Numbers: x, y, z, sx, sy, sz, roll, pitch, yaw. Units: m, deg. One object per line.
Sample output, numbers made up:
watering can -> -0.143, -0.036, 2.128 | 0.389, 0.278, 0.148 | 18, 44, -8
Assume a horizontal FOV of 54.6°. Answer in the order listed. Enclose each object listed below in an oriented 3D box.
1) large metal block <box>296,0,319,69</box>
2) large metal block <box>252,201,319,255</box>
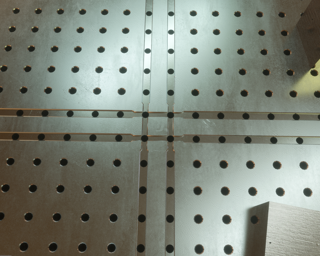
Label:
large metal block -> 0.243, -0.141, 0.435 | 0.050, 0.080, 0.080 | -7, 70, -2
large metal block -> 0.153, 0.134, 0.351 | 0.080, 0.050, 0.080 | 11, 70, 4
